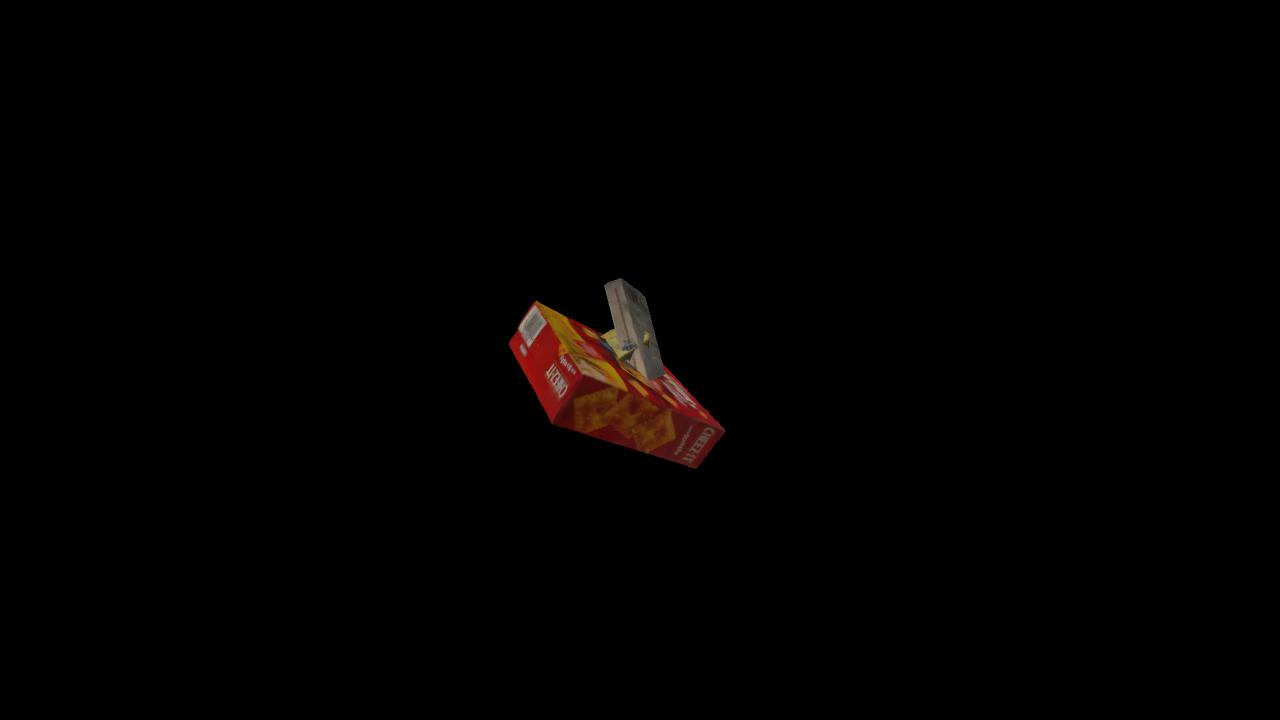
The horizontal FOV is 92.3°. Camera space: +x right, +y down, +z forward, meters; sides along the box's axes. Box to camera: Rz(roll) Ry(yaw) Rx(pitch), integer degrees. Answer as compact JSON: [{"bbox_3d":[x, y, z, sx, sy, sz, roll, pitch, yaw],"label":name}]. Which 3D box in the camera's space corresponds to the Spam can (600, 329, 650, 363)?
[{"bbox_3d":[-0.030,0.020,0.740,0.058,0.085,0.101,17,36,36],"label":"Spam can"}]

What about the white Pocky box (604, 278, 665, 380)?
[{"bbox_3d":[0.000,-0.017,0.754,0.028,0.154,0.084,-19,-17,16],"label":"white Pocky box"}]

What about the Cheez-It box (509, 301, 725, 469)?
[{"bbox_3d":[-0.027,0.032,0.723,0.223,0.071,0.166,24,17,-39],"label":"Cheez-It box"}]
